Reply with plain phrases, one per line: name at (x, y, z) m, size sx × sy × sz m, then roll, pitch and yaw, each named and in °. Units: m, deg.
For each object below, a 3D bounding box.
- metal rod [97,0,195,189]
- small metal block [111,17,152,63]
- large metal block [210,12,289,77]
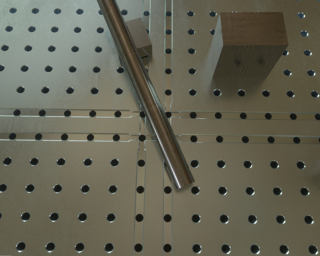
metal rod at (-0.026, -0.063, 0.415) m, size 0.025 × 0.025 × 0.299 m, roll -22°, pitch 79°, yaw -8°
small metal block at (-0.043, -0.130, 0.459) m, size 0.050 × 0.025 × 0.050 m, roll -18°, pitch 71°, yaw -7°
large metal block at (0.117, -0.111, 0.425) m, size 0.081 × 0.080 × 0.050 m, roll -1°, pitch 70°, yaw -1°
